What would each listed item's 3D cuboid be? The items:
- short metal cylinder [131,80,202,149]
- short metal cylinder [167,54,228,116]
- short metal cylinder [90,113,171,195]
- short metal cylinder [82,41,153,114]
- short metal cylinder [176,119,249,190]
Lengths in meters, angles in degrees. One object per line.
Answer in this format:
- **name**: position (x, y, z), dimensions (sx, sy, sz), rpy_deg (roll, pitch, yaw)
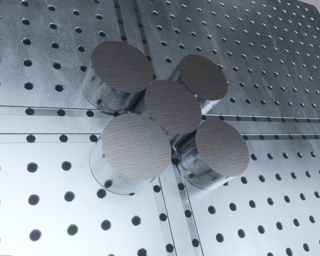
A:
- **short metal cylinder**: position (0.007, -0.016, 0.407), dimensions (0.081, 0.050, 0.080), rpy_deg (14, 56, -21)
- **short metal cylinder**: position (0.052, -0.061, 0.456), dimensions (0.081, 0.050, 0.080), rpy_deg (14, 56, -21)
- **short metal cylinder**: position (-0.034, 0.030, 0.355), dimensions (0.081, 0.050, 0.080), rpy_deg (14, 56, -21)
- **short metal cylinder**: position (-0.056, -0.065, 0.402), dimensions (0.081, 0.050, 0.080), rpy_deg (14, 56, -21)
- **short metal cylinder**: position (0.069, 0.035, 0.409), dimensions (0.081, 0.050, 0.080), rpy_deg (14, 56, -21)
